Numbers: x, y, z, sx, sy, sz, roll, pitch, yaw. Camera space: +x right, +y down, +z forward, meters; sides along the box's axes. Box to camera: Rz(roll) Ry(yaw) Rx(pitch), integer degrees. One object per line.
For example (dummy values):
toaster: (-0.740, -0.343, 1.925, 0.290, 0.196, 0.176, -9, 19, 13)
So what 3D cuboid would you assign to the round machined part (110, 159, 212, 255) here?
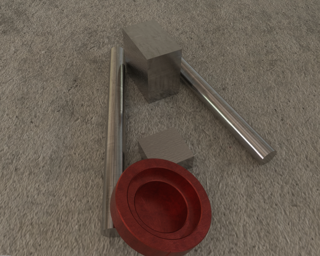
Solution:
round machined part: (-0.002, 0.082, 0.309, 0.099, 0.042, 0.098, 15, 45, -15)

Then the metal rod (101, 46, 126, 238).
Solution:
metal rod: (-0.058, -0.008, 0.409, 0.025, 0.025, 0.300, -3, 50, -3)

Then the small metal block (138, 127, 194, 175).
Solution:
small metal block: (0.006, 0.032, 0.377, 0.050, 0.025, 0.050, -20, 53, -17)

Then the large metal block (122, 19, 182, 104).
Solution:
large metal block: (-0.012, -0.096, 0.448, 0.050, 0.080, 0.080, -22, 54, -17)

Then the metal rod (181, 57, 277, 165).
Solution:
metal rod: (0.056, -0.064, 0.457, 0.025, 0.025, 0.300, -24, 54, -19)
